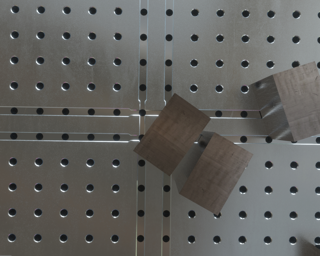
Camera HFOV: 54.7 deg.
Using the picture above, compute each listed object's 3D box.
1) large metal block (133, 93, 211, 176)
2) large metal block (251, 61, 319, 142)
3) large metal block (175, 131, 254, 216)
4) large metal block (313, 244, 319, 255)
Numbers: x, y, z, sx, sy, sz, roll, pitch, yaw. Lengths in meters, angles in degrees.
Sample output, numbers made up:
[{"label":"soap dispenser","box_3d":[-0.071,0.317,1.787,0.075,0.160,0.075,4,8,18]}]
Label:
[{"label":"large metal block","box_3d":[0.014,0.007,0.386,0.050,0.080,0.080,36,90,-1]},{"label":"large metal block","box_3d":[0.163,-0.030,0.388,0.050,0.080,0.080,-18,90,0]},{"label":"large metal block","box_3d":[0.063,0.051,0.387,0.050,0.080,0.080,30,90,-1]},{"label":"large metal block","box_3d":[0.252,0.202,0.404,0.081,0.050,0.079,1,90,-1]}]
